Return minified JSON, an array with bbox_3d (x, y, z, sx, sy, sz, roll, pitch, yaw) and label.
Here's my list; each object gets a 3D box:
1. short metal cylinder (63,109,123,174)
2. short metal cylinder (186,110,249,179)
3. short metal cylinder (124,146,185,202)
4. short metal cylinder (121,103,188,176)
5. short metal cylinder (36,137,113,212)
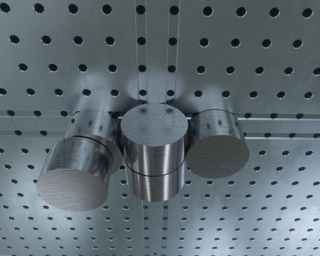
[{"bbox_3d":[-0.088,0.021,0.412,0.081,0.050,0.079,0,130,0],"label":"short metal cylinder"},{"bbox_3d":[0.073,0.022,0.414,0.081,0.050,0.079,0,130,0],"label":"short metal cylinder"},{"bbox_3d":[-0.006,0.052,0.419,0.080,0.080,0.050,-1,130,0],"label":"short metal cylinder"},{"bbox_3d":[-0.007,0.013,0.387,0.081,0.080,0.050,1,131,-1],"label":"short metal cylinder"},{"bbox_3d":[-0.101,0.057,0.375,0.081,0.050,0.079,0,130,0],"label":"short metal cylinder"}]
